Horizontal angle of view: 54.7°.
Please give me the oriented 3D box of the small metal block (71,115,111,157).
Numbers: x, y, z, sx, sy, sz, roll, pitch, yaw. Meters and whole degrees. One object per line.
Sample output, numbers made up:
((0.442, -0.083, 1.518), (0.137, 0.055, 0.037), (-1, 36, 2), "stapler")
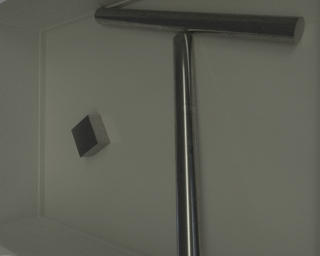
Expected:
((-0.111, 0.013, 0.496), (0.050, 0.025, 0.050), (-35, 69, 34), "small metal block")

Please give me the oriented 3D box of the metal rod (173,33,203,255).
((0.029, 0.032, 0.334), (0.025, 0.025, 0.299), (-16, 65, 38), "metal rod")

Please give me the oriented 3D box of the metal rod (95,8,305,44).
((0.021, -0.133, 0.387), (0.300, 0.025, 0.025), (20, 102, 38), "metal rod")
